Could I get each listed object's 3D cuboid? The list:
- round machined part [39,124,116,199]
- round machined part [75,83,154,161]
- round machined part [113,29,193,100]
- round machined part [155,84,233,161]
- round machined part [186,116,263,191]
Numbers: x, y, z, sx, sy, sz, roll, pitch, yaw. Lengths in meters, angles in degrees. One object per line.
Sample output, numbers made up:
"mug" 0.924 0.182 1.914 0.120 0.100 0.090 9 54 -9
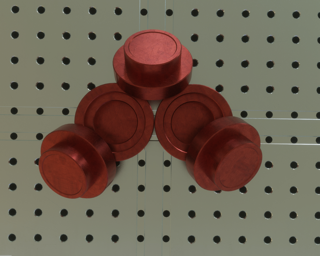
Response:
"round machined part" -0.107 0.047 0.380 0.098 0.042 0.097 10 119 20
"round machined part" -0.057 -0.007 0.403 0.099 0.042 0.097 0 90 -1
"round machined part" -0.009 -0.084 0.379 0.099 0.042 0.098 1 52 0
"round machined part" 0.042 -0.006 0.405 0.099 0.042 0.097 0 90 -1
"round machined part" 0.085 0.038 0.379 0.099 0.042 0.097 -13 123 -22
